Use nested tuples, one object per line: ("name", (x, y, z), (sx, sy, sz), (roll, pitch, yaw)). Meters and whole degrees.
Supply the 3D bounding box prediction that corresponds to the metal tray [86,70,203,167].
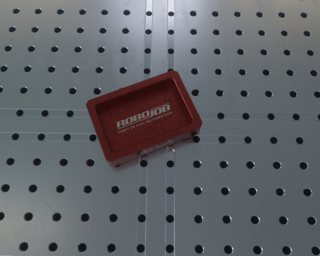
("metal tray", (-0.021, -0.014, 0.414), (0.131, 0.030, 0.090), (-21, 71, -8))
